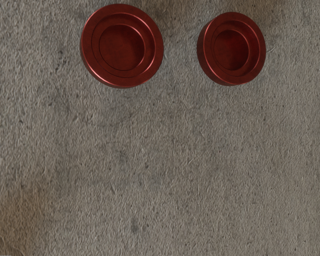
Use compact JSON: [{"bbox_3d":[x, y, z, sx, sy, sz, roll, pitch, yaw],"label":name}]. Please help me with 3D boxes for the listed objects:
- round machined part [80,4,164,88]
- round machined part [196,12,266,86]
[{"bbox_3d":[-0.048,-0.097,0.382,0.099,0.042,0.097,0,90,-20],"label":"round machined part"},{"bbox_3d":[0.095,-0.107,0.435,0.099,0.042,0.097,0,90,-20],"label":"round machined part"}]
